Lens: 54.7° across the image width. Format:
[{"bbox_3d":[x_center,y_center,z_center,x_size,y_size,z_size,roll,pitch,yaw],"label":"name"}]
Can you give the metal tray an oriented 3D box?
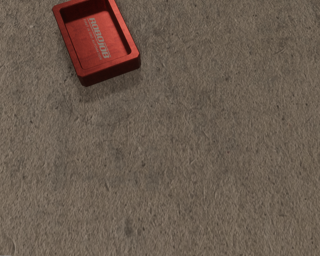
[{"bbox_3d":[-0.093,-0.133,0.452,0.091,0.030,0.130,-22,72,-8],"label":"metal tray"}]
